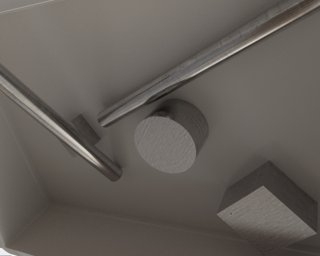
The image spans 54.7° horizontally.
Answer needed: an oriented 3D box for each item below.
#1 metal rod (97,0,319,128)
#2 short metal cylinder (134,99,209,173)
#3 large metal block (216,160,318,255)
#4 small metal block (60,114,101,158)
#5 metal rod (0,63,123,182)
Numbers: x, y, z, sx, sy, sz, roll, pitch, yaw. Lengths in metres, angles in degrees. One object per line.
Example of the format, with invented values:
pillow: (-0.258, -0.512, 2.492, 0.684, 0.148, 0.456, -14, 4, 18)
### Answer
metal rod: (0.030, -0.064, 0.352, 0.299, 0.025, 0.025, -25, 105, 36)
short metal cylinder: (0.015, 0.010, 0.389, 0.080, 0.050, 0.079, 13, 124, 20)
large metal block: (0.132, 0.100, 0.384, 0.080, 0.050, 0.080, 42, 129, -1)
small metal block: (-0.129, 0.013, 0.483, 0.050, 0.025, 0.050, -28, 104, 37)
metal rod: (-0.144, -0.014, 0.397, 0.025, 0.025, 0.300, -9, 139, 32)
